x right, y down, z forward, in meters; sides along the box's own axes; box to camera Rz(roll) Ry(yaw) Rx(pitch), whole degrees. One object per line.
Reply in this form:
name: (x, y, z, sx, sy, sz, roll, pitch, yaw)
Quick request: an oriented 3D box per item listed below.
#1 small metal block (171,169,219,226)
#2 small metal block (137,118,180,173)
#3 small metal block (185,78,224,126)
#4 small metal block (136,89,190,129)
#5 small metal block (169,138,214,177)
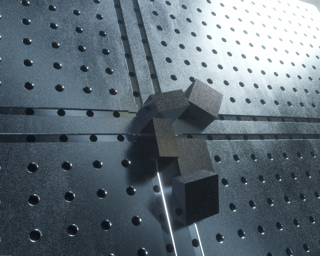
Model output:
small metal block: (0.043, 0.081, 0.368, 0.050, 0.025, 0.050, -9, 101, -32)
small metal block: (-0.004, 0.022, 0.378, 0.025, 0.050, 0.050, 3, 60, -27)
small metal block: (0.064, -0.039, 0.469, 0.050, 0.025, 0.050, 30, 52, -10)
small metal block: (0.003, -0.024, 0.410, 0.050, 0.050, 0.025, -14, 70, -34)
small metal block: (0.038, 0.041, 0.405, 0.050, 0.025, 0.050, 3, 61, -27)
